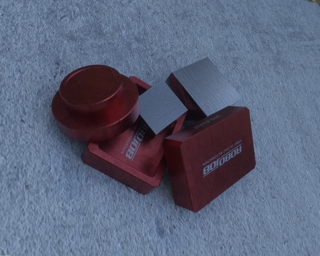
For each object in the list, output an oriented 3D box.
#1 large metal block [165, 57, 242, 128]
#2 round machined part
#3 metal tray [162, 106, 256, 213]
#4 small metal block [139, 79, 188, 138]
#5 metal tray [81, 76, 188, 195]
[{"bbox_3d":[0.057,-0.047,0.449,0.081,0.050,0.080,-30,79,-38],"label":"large metal block"},{"bbox_3d":[-0.073,-0.035,0.349,0.099,0.042,0.098,-2,48,3],"label":"round machined part"},{"bbox_3d":[0.067,0.034,0.388,0.131,0.030,0.089,-25,112,-36],"label":"metal tray"},{"bbox_3d":[-0.002,-0.024,0.390,0.050,0.025,0.050,-38,85,-11],"label":"small metal block"},{"bbox_3d":[-0.026,0.005,0.384,0.090,0.030,0.130,31,52,-9],"label":"metal tray"}]
